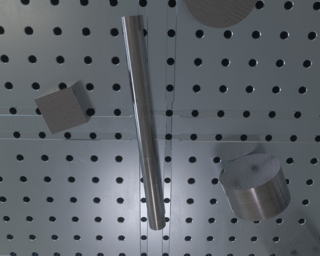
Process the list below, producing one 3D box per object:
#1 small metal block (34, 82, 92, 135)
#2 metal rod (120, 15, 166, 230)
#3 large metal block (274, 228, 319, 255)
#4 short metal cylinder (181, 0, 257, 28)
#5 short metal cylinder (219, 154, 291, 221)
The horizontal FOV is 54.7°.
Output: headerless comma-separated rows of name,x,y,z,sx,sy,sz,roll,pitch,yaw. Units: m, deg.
small metal block,-0.125,-0.026,0.403,0.050,0.025,0.050,-18,109,6
metal rod,-0.019,0.007,0.415,0.025,0.025,0.298,-6,110,2
large metal block,0.226,0.215,0.466,0.050,0.080,0.080,38,106,-13
short metal cylinder,0.064,-0.154,0.344,0.081,0.050,0.079,0,110,0
short metal cylinder,0.126,0.077,0.414,0.080,0.080,0.050,-22,109,8
